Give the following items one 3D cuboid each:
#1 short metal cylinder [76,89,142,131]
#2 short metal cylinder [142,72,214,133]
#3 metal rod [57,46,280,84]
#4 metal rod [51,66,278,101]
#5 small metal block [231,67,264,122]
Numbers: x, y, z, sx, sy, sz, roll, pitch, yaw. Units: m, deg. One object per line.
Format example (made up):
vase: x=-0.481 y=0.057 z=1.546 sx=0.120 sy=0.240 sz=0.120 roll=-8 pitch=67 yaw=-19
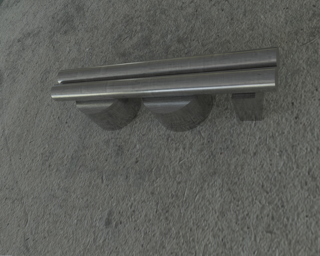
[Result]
short metal cylinder: x=-0.074 y=-0.042 z=0.453 sx=0.080 sy=0.050 sz=0.080 roll=-13 pitch=56 yaw=21
short metal cylinder: x=0.023 y=-0.041 z=0.402 sx=0.080 sy=0.050 sz=0.080 roll=-13 pitch=56 yaw=21
metal rod: x=-0.011 y=-0.073 z=0.390 sx=0.300 sy=0.025 sz=0.025 roll=0 pitch=62 yaw=28
metal rod: x=-0.016 y=-0.050 z=0.379 sx=0.300 sy=0.025 sz=0.025 roll=0 pitch=62 yaw=28
small metal block: x=0.104 y=-0.041 z=0.361 sx=0.025 sy=0.050 sz=0.050 roll=-1 pitch=61 yaw=27
